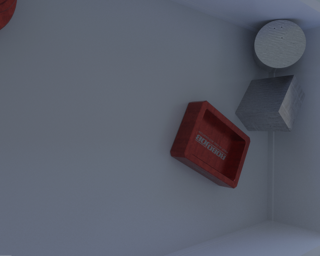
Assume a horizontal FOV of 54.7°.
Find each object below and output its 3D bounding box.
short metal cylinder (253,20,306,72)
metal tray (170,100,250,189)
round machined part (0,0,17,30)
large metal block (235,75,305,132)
[{"bbox_3d":[0.204,-0.139,0.535,0.050,0.080,0.079,-3,93,-77],"label":"short metal cylinder"},{"bbox_3d":[0.082,0.028,0.474,0.130,0.030,0.090,34,69,-35],"label":"metal tray"},{"bbox_3d":[-0.154,-0.123,0.244,0.098,0.042,0.097,-9,100,-63],"label":"round machined part"},{"bbox_3d":[0.190,-0.041,0.533,0.050,0.080,0.080,47,62,-31],"label":"large metal block"}]
